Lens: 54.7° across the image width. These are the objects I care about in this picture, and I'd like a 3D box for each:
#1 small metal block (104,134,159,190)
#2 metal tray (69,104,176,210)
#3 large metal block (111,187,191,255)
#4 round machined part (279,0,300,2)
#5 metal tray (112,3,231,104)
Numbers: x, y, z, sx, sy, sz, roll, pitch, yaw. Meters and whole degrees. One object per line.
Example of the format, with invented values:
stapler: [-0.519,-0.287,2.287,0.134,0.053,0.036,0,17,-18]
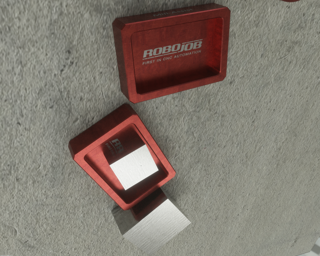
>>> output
small metal block: [-0.036,0.044,0.399,0.050,0.025,0.050,-30,129,-9]
metal tray: [-0.044,0.043,0.406,0.090,0.030,0.130,-36,129,-5]
large metal block: [-0.012,0.135,0.469,0.080,0.050,0.080,-39,130,-2]
round machined part: [0.148,-0.200,0.355,0.099,0.042,0.097,-14,125,-21]
metal tray: [0.017,-0.088,0.359,0.131,0.030,0.089,-17,125,-19]
